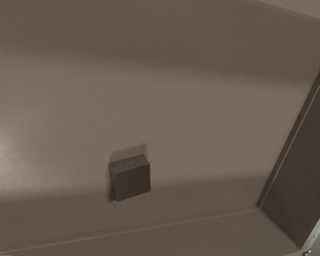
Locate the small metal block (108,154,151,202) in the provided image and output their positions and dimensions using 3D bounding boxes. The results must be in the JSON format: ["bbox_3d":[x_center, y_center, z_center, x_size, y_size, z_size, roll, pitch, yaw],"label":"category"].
[{"bbox_3d":[-0.042,0.069,0.430,0.050,0.025,0.050,-14,125,-21],"label":"small metal block"}]
